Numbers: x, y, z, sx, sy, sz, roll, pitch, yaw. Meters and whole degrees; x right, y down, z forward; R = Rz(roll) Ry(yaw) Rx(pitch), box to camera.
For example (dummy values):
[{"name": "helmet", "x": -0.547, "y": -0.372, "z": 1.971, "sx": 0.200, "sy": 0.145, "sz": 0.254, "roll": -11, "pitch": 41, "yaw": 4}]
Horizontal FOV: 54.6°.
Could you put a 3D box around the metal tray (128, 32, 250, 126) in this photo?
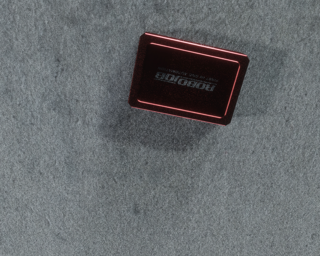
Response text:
[{"name": "metal tray", "x": 0.033, "y": -0.060, "z": 0.385, "sx": 0.131, "sy": 0.030, "sz": 0.089, "roll": 11, "pitch": 110, "yaw": -4}]
